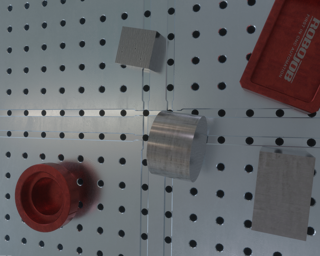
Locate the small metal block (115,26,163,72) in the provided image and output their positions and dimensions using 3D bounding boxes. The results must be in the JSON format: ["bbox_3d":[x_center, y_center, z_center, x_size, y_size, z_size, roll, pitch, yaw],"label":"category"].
[{"bbox_3d":[-0.028,-0.107,0.423,0.050,0.025,0.050,14,95,19],"label":"small metal block"}]

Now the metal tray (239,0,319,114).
[{"bbox_3d":[0.159,-0.091,0.353,0.090,0.030,0.129,25,98,18],"label":"metal tray"}]

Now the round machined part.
[{"bbox_3d":[-0.161,0.100,0.460,0.098,0.042,0.097,0,90,20],"label":"round machined part"}]

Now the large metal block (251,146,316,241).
[{"bbox_3d":[0.132,0.065,0.337,0.050,0.080,0.079,6,92,20],"label":"large metal block"}]

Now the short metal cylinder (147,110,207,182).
[{"bbox_3d":[0.023,0.021,0.375,0.050,0.080,0.079,9,93,20],"label":"short metal cylinder"}]
